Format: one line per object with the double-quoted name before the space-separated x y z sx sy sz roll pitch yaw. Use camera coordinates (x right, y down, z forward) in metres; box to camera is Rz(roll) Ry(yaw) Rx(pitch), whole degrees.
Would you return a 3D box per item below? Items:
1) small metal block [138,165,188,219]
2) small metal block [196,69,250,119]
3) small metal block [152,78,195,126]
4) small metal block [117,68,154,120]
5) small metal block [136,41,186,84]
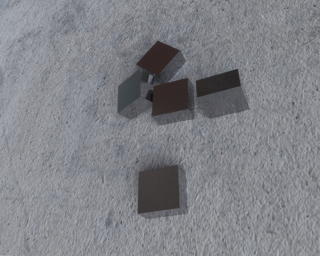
"small metal block" 0.003 0.074 0.357 0.050 0.025 0.050 -14 56 20
"small metal block" 0.076 -0.039 0.372 0.050 0.050 0.025 -14 56 21
"small metal block" 0.018 -0.035 0.416 0.050 0.025 0.050 -11 57 22
"small metal block" -0.035 -0.048 0.440 0.050 0.025 0.050 -31 48 36
"small metal block" 0.002 -0.097 0.463 0.050 0.025 0.050 -49 52 -7
